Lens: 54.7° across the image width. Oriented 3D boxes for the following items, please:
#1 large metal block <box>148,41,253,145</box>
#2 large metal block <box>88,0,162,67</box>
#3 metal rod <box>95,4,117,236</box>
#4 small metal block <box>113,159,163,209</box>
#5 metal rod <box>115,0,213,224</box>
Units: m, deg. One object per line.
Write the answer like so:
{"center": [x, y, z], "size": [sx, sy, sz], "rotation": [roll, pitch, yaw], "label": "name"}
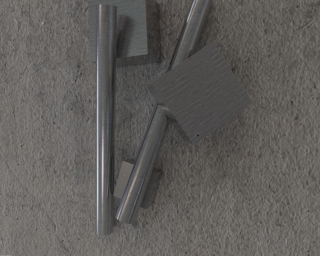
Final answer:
{"center": [0.043, -0.038, 0.356], "size": [0.080, 0.050, 0.080], "rotation": [-35, 97, -5], "label": "large metal block"}
{"center": [-0.046, -0.127, 0.412], "size": [0.080, 0.050, 0.080], "rotation": [-3, 89, 20], "label": "large metal block"}
{"center": [-0.071, 0.001, 0.401], "size": [0.025, 0.025, 0.298], "rotation": [8, 105, 20], "label": "metal rod"}
{"center": [-0.030, 0.075, 0.419], "size": [0.050, 0.025, 0.050], "rotation": [18, 96, 19], "label": "small metal block"}
{"center": [0.006, -0.025, 0.390], "size": [0.025, 0.025, 0.299], "rotation": [20, 90, 19], "label": "metal rod"}
